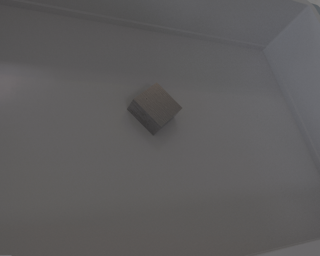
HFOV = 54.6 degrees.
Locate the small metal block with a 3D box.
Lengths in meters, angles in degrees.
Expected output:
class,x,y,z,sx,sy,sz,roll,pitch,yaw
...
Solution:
class,x,y,z,sx,sy,sz,roll,pitch,yaw
small metal block,-0.007,-0.026,0.418,0.050,0.025,0.050,46,51,3
